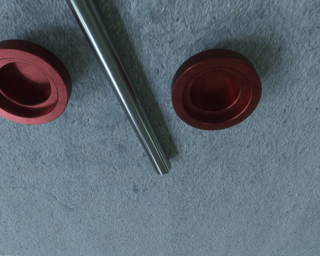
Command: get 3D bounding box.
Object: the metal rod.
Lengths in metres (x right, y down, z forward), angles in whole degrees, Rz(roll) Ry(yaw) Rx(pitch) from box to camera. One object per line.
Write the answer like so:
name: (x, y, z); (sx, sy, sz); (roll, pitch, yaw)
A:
metal rod: (-0.043, -0.048, 0.365); (0.025, 0.025, 0.299); (-15, 129, 12)

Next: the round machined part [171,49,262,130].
round machined part: (0.062, -0.047, 0.357); (0.099, 0.042, 0.097); (-1, 130, 0)

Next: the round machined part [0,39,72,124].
round machined part: (-0.149, -0.054, 0.348); (0.099, 0.042, 0.097); (-1, 130, 0)
